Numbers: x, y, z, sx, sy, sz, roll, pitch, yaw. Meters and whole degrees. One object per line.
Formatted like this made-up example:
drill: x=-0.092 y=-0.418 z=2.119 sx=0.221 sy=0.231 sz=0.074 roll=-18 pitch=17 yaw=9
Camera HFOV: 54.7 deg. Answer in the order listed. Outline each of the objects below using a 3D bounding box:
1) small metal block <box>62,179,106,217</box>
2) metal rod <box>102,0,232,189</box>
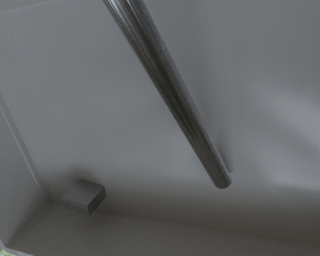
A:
small metal block: x=-0.129 y=0.118 z=0.531 sx=0.050 sy=0.050 sz=0.025 roll=12 pitch=124 yaw=21
metal rod: x=0.023 y=-0.018 z=0.304 sx=0.025 sy=0.025 sz=0.300 roll=-1 pitch=144 yaw=29
